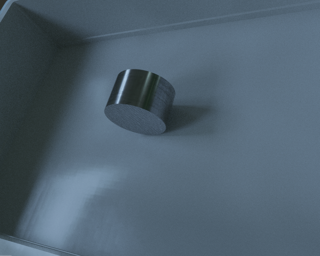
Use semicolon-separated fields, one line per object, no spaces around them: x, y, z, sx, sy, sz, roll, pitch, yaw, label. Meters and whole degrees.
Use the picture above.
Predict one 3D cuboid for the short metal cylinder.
-0.025;-0.031;0.400;0.080;0.080;0.050;2;63;29;short metal cylinder
